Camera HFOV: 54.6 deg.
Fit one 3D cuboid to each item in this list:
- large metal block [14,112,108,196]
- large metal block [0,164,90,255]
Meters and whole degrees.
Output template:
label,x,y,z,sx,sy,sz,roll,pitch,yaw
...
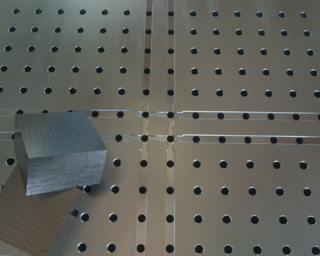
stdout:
label,x,y,z,sx,sy,sz,roll,pitch,yaw
large metal block,-0.117,0.025,0.356,0.081,0.050,0.080,-4,36,-33
large metal block,-0.142,0.097,0.362,0.080,0.050,0.080,22,71,8
